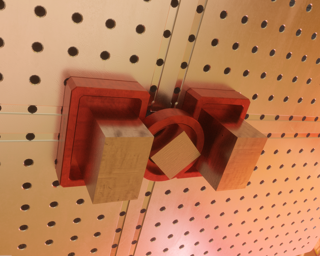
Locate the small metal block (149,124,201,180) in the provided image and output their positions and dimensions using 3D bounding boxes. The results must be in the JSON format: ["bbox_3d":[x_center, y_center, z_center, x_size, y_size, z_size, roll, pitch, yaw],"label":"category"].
[{"bbox_3d":[0.015,0.028,0.384,0.050,0.025,0.050,-39,129,-2],"label":"small metal block"}]

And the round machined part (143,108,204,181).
[{"bbox_3d":[0.005,0.018,0.402,0.099,0.042,0.097,-14,124,-21],"label":"round machined part"}]

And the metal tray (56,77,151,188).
[{"bbox_3d":[-0.071,0.008,0.373,0.091,0.030,0.129,1,118,-29],"label":"metal tray"}]

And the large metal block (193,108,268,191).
[{"bbox_3d":[0.087,0.028,0.422,0.050,0.080,0.079,1,118,-29],"label":"large metal block"}]

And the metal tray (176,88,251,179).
[{"bbox_3d":[0.068,0.010,0.450,0.091,0.030,0.129,0,118,-28],"label":"metal tray"}]

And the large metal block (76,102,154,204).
[{"bbox_3d":[-0.054,0.025,0.344,0.050,0.080,0.079,1,118,-29],"label":"large metal block"}]
